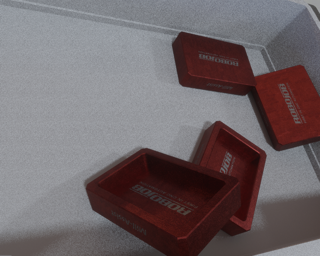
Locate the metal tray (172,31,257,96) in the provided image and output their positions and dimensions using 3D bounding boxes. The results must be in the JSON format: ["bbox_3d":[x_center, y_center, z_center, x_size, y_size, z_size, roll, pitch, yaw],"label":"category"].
[{"bbox_3d":[0.090,-0.106,0.515,0.131,0.030,0.090,5,59,-24],"label":"metal tray"}]

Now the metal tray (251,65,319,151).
[{"bbox_3d":[0.215,-0.035,0.513,0.090,0.030,0.130,-15,65,2],"label":"metal tray"}]

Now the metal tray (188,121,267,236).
[{"bbox_3d":[0.088,0.063,0.413,0.090,0.030,0.130,34,51,-6],"label":"metal tray"}]

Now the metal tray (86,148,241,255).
[{"bbox_3d":[0.001,0.067,0.308,0.091,0.130,0.030,-32,124,-39],"label":"metal tray"}]
